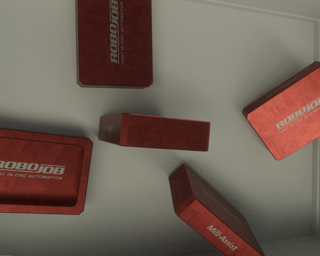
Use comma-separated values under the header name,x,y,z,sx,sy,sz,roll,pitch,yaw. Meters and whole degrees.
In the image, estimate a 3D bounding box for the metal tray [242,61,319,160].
name,x,y,z,sx,sy,sz,roll,pitch,yaw
metal tray,0.201,-0.024,0.452,0.130,0.030,0.090,-35,103,13

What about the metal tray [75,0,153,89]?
name,x,y,z,sx,sy,sz,roll,pitch,yaw
metal tray,-0.057,-0.116,0.387,0.091,0.030,0.129,-1,91,-21

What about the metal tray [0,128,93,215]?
name,x,y,z,sx,sy,sz,roll,pitch,yaw
metal tray,-0.149,0.049,0.352,0.131,0.030,0.089,8,87,-20

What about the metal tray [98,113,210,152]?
name,x,y,z,sx,sy,sz,roll,pitch,yaw
metal tray,-0.014,0.005,0.351,0.091,0.130,0.030,5,89,-20

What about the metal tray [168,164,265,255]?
name,x,y,z,sx,sy,sz,roll,pitch,yaw
metal tray,0.070,0.113,0.401,0.130,0.090,0.030,42,101,-16
